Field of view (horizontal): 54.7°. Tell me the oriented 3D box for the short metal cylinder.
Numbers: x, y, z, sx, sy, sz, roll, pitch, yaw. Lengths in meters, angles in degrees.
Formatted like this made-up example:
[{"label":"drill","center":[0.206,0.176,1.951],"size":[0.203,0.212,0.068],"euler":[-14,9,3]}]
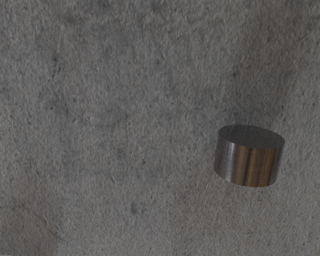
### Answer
[{"label":"short metal cylinder","center":[0.112,0.033,0.394],"size":[0.081,0.080,0.050],"euler":[3,110,-2]}]
